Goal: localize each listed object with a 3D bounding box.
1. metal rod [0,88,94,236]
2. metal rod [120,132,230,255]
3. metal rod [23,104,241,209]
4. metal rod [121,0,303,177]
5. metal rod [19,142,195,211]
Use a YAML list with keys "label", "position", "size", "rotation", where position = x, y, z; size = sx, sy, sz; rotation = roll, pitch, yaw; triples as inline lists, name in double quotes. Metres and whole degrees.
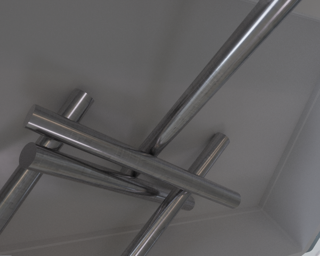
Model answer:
- label: "metal rod"
  position: [-0.159, 0.087, 0.302]
  size: [0.025, 0.025, 0.300]
  rotation: [45, 70, -39]
- label: "metal rod"
  position: [0.005, 0.116, 0.407]
  size: [0.301, 0.025, 0.025]
  rotation: [-48, 133, -26]
- label: "metal rod"
  position: [-0.008, 0.046, 0.368]
  size: [0.301, 0.025, 0.025]
  rotation: [27, 104, -32]
- label: "metal rod"
  position: [0.028, -0.022, 0.329]
  size: [0.025, 0.025, 0.298]
  rotation: [7, 141, -32]
- label: "metal rod"
  position: [-0.037, 0.075, 0.397]
  size: [0.025, 0.025, 0.301]
  rotation: [-50, 140, 7]
